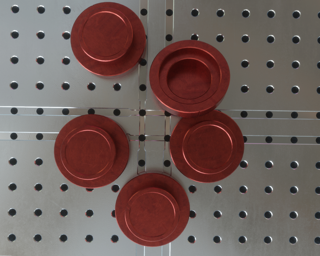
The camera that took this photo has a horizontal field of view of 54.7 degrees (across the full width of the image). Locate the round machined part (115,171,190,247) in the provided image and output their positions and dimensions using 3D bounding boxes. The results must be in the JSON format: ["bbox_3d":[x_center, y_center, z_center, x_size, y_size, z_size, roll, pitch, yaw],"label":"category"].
[{"bbox_3d":[-0.010,0.108,0.405,0.099,0.042,0.097,0,90,-1],"label":"round machined part"}]

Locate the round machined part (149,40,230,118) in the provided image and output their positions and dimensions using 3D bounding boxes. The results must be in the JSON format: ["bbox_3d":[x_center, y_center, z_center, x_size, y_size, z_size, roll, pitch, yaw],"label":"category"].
[{"bbox_3d":[0.037,-0.059,0.397,0.099,0.042,0.098,-1,74,3],"label":"round machined part"}]

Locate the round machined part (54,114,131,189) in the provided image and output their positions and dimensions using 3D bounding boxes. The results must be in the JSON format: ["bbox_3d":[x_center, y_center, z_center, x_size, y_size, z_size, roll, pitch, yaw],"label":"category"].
[{"bbox_3d":[-0.089,0.031,0.404,0.099,0.042,0.097,0,90,-1],"label":"round machined part"}]

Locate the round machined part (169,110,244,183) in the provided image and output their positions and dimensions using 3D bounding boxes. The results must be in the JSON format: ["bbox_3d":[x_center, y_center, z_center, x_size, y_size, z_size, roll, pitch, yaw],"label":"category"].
[{"bbox_3d":[0.062,0.024,0.406,0.099,0.042,0.097,0,90,-1],"label":"round machined part"}]

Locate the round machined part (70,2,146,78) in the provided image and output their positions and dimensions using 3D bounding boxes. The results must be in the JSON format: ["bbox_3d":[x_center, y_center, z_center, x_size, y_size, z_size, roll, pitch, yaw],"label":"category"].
[{"bbox_3d":[-0.068,-0.117,0.404,0.099,0.042,0.097,0,90,-1],"label":"round machined part"}]
